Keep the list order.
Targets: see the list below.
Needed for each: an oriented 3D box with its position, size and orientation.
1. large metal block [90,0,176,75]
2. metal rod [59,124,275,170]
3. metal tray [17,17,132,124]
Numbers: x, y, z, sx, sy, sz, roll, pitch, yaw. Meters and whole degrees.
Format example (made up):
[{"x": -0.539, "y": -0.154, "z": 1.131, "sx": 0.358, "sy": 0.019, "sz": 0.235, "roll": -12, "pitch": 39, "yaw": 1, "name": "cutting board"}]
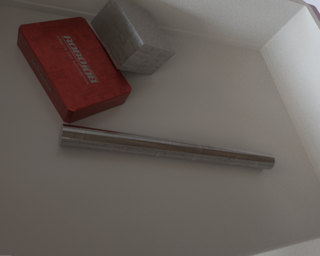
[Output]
[{"x": -0.036, "y": -0.124, "z": 0.429, "sx": 0.080, "sy": 0.050, "sz": 0.080, "roll": -7, "pitch": 63, "yaw": -58, "name": "large metal block"}, {"x": 0.027, "y": 0.029, "z": 0.403, "sx": 0.302, "sy": 0.025, "sz": 0.025, "roll": 9, "pitch": 58, "yaw": -24, "name": "metal rod"}, {"x": -0.108, "y": -0.078, "z": 0.393, "sx": 0.091, "sy": 0.030, "sz": 0.130, "roll": -25, "pitch": 76, "yaw": -37, "name": "metal tray"}]
